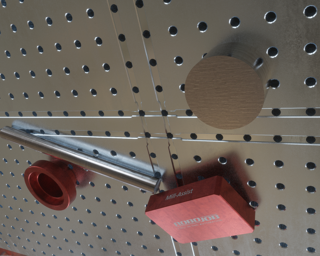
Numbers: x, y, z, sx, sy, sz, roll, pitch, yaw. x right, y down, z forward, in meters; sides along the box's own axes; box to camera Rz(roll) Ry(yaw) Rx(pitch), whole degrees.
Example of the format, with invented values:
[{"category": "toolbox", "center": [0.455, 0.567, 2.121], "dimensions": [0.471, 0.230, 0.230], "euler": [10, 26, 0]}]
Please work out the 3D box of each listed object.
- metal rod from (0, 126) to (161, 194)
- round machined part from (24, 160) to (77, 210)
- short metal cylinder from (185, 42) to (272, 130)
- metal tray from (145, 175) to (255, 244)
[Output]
[{"category": "metal rod", "center": [-0.141, 0.048, 0.512], "dimensions": [0.301, 0.025, 0.025], "euler": [16, 125, 18]}, {"category": "round machined part", "center": [-0.191, 0.097, 0.558], "dimensions": [0.098, 0.042, 0.097], "euler": [13, 124, 20]}, {"category": "short metal cylinder", "center": [0.073, -0.045, 0.328], "dimensions": [0.080, 0.050, 0.079], "euler": [13, 124, 20]}, {"category": "metal tray", "center": [0.055, 0.120, 0.439], "dimensions": [0.130, 0.030, 0.090], "euler": [-26, 119, 36]}]
